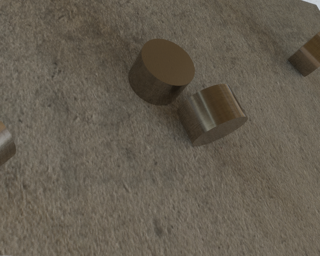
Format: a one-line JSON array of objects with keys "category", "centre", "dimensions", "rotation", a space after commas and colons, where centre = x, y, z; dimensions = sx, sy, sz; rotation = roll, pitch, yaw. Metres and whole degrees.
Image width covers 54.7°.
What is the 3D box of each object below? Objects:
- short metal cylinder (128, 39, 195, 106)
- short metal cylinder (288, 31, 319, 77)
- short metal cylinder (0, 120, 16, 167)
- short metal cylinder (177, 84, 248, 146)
[{"category": "short metal cylinder", "centre": [0.002, -0.079, 0.438], "dimensions": [0.081, 0.050, 0.080], "rotation": [14, 56, -21]}, {"category": "short metal cylinder", "centre": [0.310, -0.150, 0.631], "dimensions": [0.050, 0.080, 0.080], "rotation": [48, 51, 5]}, {"category": "short metal cylinder", "centre": [-0.175, 0.011, 0.268], "dimensions": [0.080, 0.080, 0.050], "rotation": [41, 51, -1]}, {"category": "short metal cylinder", "centre": [0.070, -0.016, 0.418], "dimensions": [0.081, 0.080, 0.050], "rotation": [-13, 69, -34]}]
